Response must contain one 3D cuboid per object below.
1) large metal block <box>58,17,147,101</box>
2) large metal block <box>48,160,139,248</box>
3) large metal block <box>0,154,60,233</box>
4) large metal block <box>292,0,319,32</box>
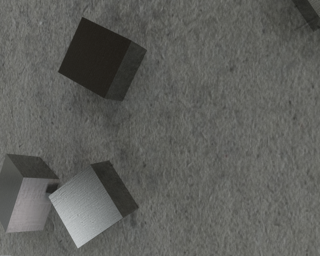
[{"bbox_3d":[-0.077,-0.091,0.422,0.080,0.050,0.080,30,99,17],"label":"large metal block"},{"bbox_3d":[-0.090,0.102,0.426,0.080,0.050,0.080,-37,79,15],"label":"large metal block"},{"bbox_3d":[-0.196,0.091,0.446,0.080,0.050,0.080,27,100,45],"label":"large metal block"},{"bbox_3d":[0.184,-0.166,0.331,0.080,0.050,0.080,-31,80,17],"label":"large metal block"}]
